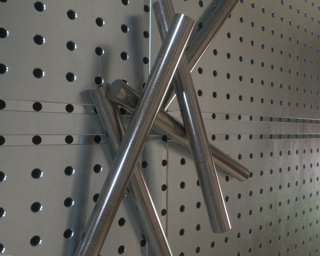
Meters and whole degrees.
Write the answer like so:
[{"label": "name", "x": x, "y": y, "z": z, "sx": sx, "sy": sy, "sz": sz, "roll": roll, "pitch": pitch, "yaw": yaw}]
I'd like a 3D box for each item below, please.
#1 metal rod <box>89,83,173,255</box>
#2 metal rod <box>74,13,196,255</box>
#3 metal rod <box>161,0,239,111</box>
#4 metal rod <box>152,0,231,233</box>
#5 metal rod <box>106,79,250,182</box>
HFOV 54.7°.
[{"label": "metal rod", "x": -0.023, "y": 0.089, "z": 0.391, "sx": 0.025, "sy": 0.025, "sz": 0.298, "roll": -30, "pitch": 109, "yaw": -36}, {"label": "metal rod", "x": -0.030, "y": 0.020, "z": 0.337, "sx": 0.025, "sy": 0.025, "sz": 0.299, "roll": 22, "pitch": 91, "yaw": -38}, {"label": "metal rod", "x": 0.071, "y": -0.141, "z": 0.470, "sx": 0.025, "sy": 0.025, "sz": 0.300, "roll": 48, "pitch": 61, "yaw": -30}, {"label": "metal rod", "x": 0.041, "y": -0.013, "z": 0.395, "sx": 0.025, "sy": 0.025, "sz": 0.298, "roll": -17, "pitch": 93, "yaw": -39}, {"label": "metal rod", "x": 0.047, "y": 0.019, "z": 0.434, "sx": 0.301, "sy": 0.025, "sz": 0.025, "roll": 32, "pitch": 70, "yaw": -41}]
